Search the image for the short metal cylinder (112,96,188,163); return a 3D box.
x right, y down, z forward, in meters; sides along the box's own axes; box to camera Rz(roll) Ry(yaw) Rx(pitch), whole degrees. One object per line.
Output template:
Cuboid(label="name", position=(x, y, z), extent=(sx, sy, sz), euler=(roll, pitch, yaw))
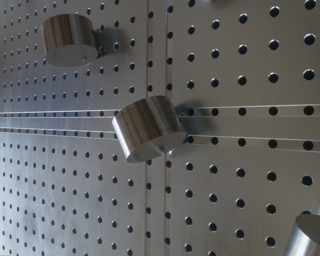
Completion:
Cuboid(label="short metal cylinder", position=(-0.012, 0.003, 0.384), extent=(0.080, 0.081, 0.050), euler=(-38, 67, 33))

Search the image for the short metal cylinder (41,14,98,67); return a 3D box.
Cuboid(label="short metal cylinder", position=(-0.143, -0.136, 0.492), extent=(0.080, 0.081, 0.050), euler=(-20, 77, 38))

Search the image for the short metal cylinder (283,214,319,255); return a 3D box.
Cuboid(label="short metal cylinder", position=(0.145, 0.114, 0.254), extent=(0.080, 0.081, 0.050), euler=(23, 105, 38))
